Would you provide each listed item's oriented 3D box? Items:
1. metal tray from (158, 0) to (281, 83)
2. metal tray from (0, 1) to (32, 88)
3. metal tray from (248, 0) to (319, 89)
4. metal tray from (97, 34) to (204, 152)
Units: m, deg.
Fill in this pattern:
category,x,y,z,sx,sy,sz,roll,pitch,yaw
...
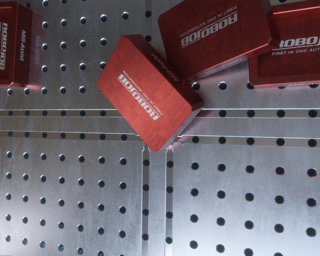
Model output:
category,x,y,z,sx,sy,sz,roll,pitch,yaw
metal tray,0.063,-0.115,0.365,0.130,0.030,0.090,-17,84,39
metal tray,-0.257,-0.133,0.501,0.090,0.030,0.129,5,92,20
metal tray,0.168,-0.095,0.350,0.130,0.030,0.090,-2,89,20
metal tray,-0.017,-0.045,0.399,0.130,0.030,0.090,49,128,13
